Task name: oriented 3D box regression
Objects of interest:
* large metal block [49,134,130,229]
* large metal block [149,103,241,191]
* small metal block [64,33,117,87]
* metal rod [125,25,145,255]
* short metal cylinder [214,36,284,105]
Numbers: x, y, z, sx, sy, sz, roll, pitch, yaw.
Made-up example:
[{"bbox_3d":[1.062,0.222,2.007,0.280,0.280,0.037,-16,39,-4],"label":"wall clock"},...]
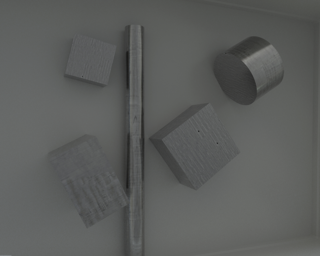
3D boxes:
[{"bbox_3d":[-0.083,0.055,0.351,0.050,0.080,0.080,-28,100,-18],"label":"large metal block"},{"bbox_3d":[0.046,0.023,0.416,0.080,0.050,0.080,-37,102,-16],"label":"large metal block"},{"bbox_3d":[-0.086,-0.082,0.379,0.050,0.025,0.050,14,85,-20],"label":"small metal block"},{"bbox_3d":[-0.033,0.020,0.399,0.025,0.025,0.298,0,90,-20],"label":"metal rod"},{"bbox_3d":[0.121,-0.078,0.427,0.050,0.080,0.080,-33,101,-17],"label":"short metal cylinder"}]
